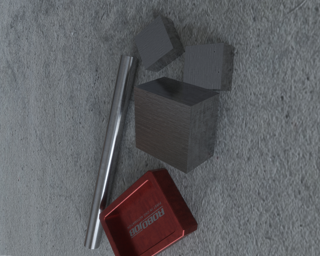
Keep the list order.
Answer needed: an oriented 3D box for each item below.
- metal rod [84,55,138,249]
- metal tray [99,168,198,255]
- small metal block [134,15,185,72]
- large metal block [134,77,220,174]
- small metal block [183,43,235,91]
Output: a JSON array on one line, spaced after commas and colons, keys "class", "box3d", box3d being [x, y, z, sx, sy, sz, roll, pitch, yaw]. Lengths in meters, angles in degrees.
[{"class": "metal rod", "box3d": [-0.076, 0.042, 0.464, 0.025, 0.025, 0.298, 21, 103, 38]}, {"class": "metal tray", "box3d": [-0.022, 0.125, 0.417, 0.129, 0.030, 0.090, -44, 64, 30]}, {"class": "small metal block", "box3d": [-0.002, -0.109, 0.404, 0.050, 0.025, 0.050, -31, 71, 35]}, {"class": "large metal block", "box3d": [0.017, -0.007, 0.357, 0.080, 0.050, 0.079, 24, 125, 37]}, {"class": "small metal block", "box3d": [0.056, -0.069, 0.358, 0.050, 0.025, 0.050, 7, 94, 39]}]
